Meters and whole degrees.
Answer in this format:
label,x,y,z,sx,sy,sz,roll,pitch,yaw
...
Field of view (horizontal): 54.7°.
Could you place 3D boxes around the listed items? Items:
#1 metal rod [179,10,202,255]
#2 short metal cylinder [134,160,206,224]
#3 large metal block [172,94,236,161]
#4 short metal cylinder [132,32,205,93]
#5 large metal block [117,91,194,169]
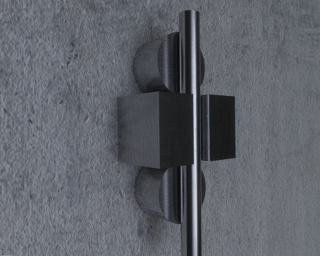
label,x,y,z,sx,sy,sz,roll,pitch,yaw
metal rod,0.036,0.013,0.371,0.025,0.025,0.298,-1,90,-40
short metal cylinder,0.013,0.078,0.402,0.081,0.050,0.080,0,89,-40
large metal block,0.052,-0.001,0.413,0.050,0.080,0.080,-1,91,-40
short metal cylinder,0.012,-0.078,0.399,0.081,0.050,0.080,0,89,-40
large metal block,-0.007,0.002,0.364,0.050,0.080,0.080,-1,91,-40
